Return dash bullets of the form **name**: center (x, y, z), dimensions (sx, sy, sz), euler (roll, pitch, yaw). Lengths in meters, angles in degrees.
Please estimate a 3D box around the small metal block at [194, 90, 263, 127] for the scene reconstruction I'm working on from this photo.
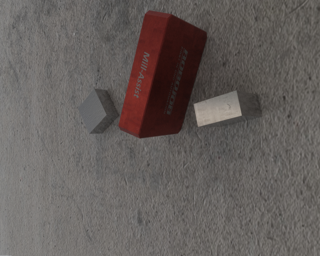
- **small metal block**: center (0.073, -0.019, 0.329), dimensions (0.050, 0.050, 0.025), euler (-16, 80, 39)

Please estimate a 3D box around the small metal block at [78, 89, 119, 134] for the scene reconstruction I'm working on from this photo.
- **small metal block**: center (-0.097, -0.026, 0.485), dimensions (0.050, 0.025, 0.050), euler (-42, 65, 32)

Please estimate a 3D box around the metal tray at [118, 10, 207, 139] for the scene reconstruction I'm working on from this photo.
- **metal tray**: center (0.006, -0.056, 0.355), dimensions (0.030, 0.091, 0.129), euler (22, 104, 30)
